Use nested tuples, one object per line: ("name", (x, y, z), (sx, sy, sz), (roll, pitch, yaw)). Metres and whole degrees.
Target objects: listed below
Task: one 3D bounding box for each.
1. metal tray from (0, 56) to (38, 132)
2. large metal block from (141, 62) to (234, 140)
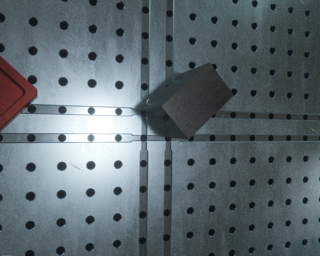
("metal tray", (-0.211, -0.024, 0.331), (0.090, 0.030, 0.130), (45, 76, -15))
("large metal block", (0.032, -0.032, 0.395), (0.080, 0.080, 0.050), (-43, 104, -15))
